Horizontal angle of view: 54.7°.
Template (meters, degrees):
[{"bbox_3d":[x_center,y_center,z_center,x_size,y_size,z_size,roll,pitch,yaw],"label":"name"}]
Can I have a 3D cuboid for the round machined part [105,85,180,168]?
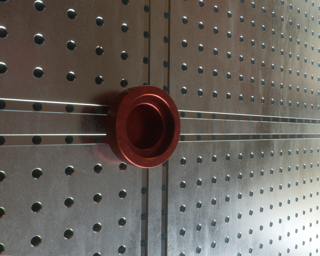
[{"bbox_3d":[-0.024,-0.002,0.379,0.099,0.042,0.097,0,90,-40],"label":"round machined part"}]
